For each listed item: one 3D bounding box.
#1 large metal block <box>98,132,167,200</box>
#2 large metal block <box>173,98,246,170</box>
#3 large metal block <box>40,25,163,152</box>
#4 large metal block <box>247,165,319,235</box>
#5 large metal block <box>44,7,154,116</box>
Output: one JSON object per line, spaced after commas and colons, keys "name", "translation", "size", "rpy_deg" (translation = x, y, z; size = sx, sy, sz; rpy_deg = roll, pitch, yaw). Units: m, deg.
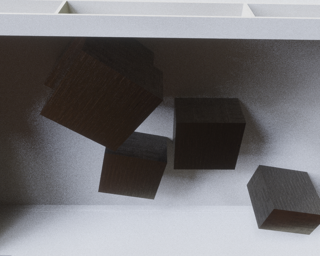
{"name": "large metal block", "translation": [-0.039, 0.051, 0.436], "size": [0.081, 0.050, 0.079], "rpy_deg": [10, 130, -9]}
{"name": "large metal block", "translation": [0.058, 0.008, 0.400], "size": [0.081, 0.050, 0.079], "rpy_deg": [0, 130, -1]}
{"name": "large metal block", "translation": [-0.053, -0.035, 0.297], "size": [0.080, 0.050, 0.080], "rpy_deg": [30, 124, -23]}
{"name": "large metal block", "translation": [0.186, 0.107, 0.466], "size": [0.081, 0.080, 0.050], "rpy_deg": [9, 130, -8]}
{"name": "large metal block", "translation": [-0.064, -0.066, 0.336], "size": [0.080, 0.050, 0.080], "rpy_deg": [32, 123, -25]}
